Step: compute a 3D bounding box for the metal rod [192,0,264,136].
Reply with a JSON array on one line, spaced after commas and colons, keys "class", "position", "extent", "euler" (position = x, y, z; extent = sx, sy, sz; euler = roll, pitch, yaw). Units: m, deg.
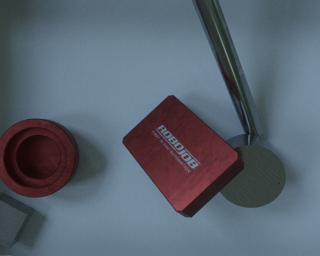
[{"class": "metal rod", "position": [0.062, -0.108, 0.340], "extent": [0.025, 0.025, 0.299], "euler": [-30, 120, 0]}]

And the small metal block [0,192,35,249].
[{"class": "small metal block", "position": [-0.204, 0.121, 0.409], "extent": [0.050, 0.025, 0.050], "euler": [28, 90, -1]}]

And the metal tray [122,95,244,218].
[{"class": "metal tray", "position": [0.023, 0.029, 0.372], "extent": [0.090, 0.030, 0.130], "euler": [-43, 53, -1]}]

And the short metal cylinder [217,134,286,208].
[{"class": "short metal cylinder", "position": [0.111, 0.052, 0.390], "extent": [0.080, 0.050, 0.079], "euler": [2, 104, 10]}]

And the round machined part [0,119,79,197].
[{"class": "round machined part", "position": [-0.153, 0.037, 0.401], "extent": [0.099, 0.042, 0.097], "euler": [0, 90, -1]}]
